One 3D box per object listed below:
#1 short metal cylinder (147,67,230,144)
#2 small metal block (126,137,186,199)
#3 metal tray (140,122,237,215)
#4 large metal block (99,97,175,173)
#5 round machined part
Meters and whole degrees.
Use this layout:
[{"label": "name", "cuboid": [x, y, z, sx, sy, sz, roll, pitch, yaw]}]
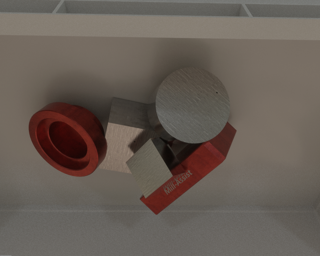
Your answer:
[{"label": "short metal cylinder", "cuboid": [0.030, -0.022, 0.344, 0.081, 0.080, 0.050, 12, 173, -11]}, {"label": "small metal block", "cuboid": [-0.006, 0.046, 0.362, 0.025, 0.050, 0.050, -4, 146, -52]}, {"label": "metal tray", "cuboid": [0.037, 0.048, 0.404, 0.030, 0.090, 0.129, 44, 121, 0]}, {"label": "large metal block", "cuboid": [-0.030, 0.014, 0.403, 0.081, 0.050, 0.079, 11, 129, -10]}, {"label": "round machined part", "cuboid": [-0.109, 0.010, 0.388, 0.098, 0.042, 0.097, 13, 127, 18]}]
